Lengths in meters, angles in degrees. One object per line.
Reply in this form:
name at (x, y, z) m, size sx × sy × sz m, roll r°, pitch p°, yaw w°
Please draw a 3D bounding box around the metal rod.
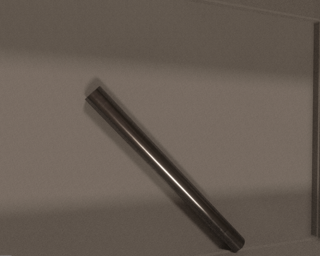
metal rod at (0.015, 0.063, 0.417) m, size 0.025 × 0.025 × 0.300 m, roll -46°, pitch 105°, yaw -14°
